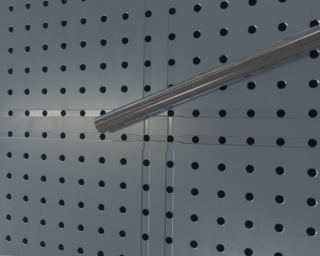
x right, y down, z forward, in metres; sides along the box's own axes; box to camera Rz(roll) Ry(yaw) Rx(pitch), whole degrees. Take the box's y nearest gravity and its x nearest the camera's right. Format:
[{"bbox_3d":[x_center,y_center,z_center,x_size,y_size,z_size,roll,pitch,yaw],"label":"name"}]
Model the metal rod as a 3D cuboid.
[{"bbox_3d":[0.047,-0.054,0.396,0.300,0.025,0.025,-20,83,18],"label":"metal rod"}]
